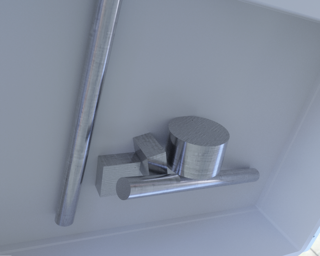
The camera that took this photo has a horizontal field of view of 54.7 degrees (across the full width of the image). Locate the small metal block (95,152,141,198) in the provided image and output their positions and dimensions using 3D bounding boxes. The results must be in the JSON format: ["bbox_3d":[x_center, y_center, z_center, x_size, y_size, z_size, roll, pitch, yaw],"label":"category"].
[{"bbox_3d":[-0.057,0.062,0.417,0.050,0.025,0.050,-4,120,-27],"label":"small metal block"}]

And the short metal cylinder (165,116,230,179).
[{"bbox_3d":[0.048,0.024,0.416,0.081,0.080,0.050,-6,121,-26],"label":"short metal cylinder"}]

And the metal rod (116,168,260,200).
[{"bbox_3d":[0.064,0.075,0.447,0.302,0.025,0.025,5,117,-46],"label":"metal rod"}]

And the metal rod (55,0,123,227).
[{"bbox_3d":[-0.087,-0.007,0.357,0.025,0.025,0.298,3,117,-30],"label":"metal rod"}]

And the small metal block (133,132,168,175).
[{"bbox_3d":[-0.013,0.042,0.413,0.025,0.050,0.050,-18,126,-19],"label":"small metal block"}]
